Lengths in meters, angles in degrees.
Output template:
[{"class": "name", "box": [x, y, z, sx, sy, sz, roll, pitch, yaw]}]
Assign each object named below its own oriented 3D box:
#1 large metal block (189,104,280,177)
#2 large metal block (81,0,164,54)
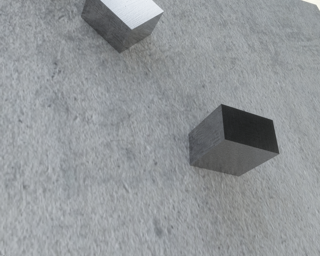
[{"class": "large metal block", "box": [0.094, 0.020, 0.409, 0.081, 0.080, 0.050, 15, 56, -20]}, {"class": "large metal block", "box": [-0.056, -0.170, 0.463, 0.080, 0.050, 0.080, 44, 51, 1]}]
